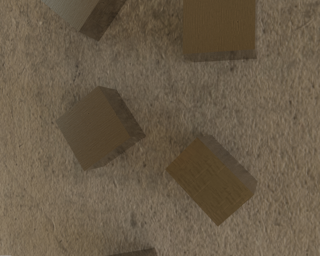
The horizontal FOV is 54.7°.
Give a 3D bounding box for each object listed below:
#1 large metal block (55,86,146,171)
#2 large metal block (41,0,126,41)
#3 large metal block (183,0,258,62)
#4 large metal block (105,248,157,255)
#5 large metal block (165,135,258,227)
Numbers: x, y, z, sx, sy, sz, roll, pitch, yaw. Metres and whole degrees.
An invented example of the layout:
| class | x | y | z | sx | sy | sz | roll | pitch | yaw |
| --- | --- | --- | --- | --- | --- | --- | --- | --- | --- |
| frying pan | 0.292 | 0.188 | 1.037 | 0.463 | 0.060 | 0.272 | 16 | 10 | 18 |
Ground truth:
| class | x | y | z | sx | sy | sz | roll | pitch | yaw |
| --- | --- | --- | --- | --- | --- | --- | --- | --- | --- |
| large metal block | -0.080 | 0.001 | 0.423 | 0.080 | 0.050 | 0.080 | -36 | 79 | 16 |
| large metal block | -0.103 | -0.182 | 0.431 | 0.080 | 0.050 | 0.080 | 41 | 103 | 15 |
| large metal block | 0.073 | -0.125 | 0.370 | 0.080 | 0.050 | 0.079 | 1 | 90 | 19 |
| large metal block | -0.041 | 0.213 | 0.409 | 0.080 | 0.050 | 0.080 | -17 | 85 | 19 |
| large metal block | 0.063 | 0.055 | 0.357 | 0.080 | 0.080 | 0.050 | 46 | 104 | 14 |
